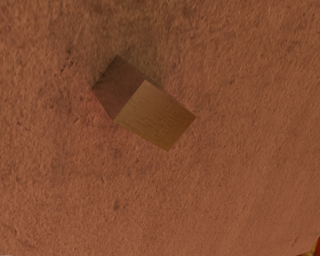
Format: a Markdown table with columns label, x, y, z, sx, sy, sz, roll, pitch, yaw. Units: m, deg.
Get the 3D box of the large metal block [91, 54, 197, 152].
| label | x | y | z | sx | sy | sz | roll | pitch | yaw |
| --- | --- | --- | --- | --- | --- | --- | --- | --- | --- |
| large metal block | -0.019 | -0.028 | 0.345 | 0.080 | 0.080 | 0.050 | 32 | 100 | -39 |
